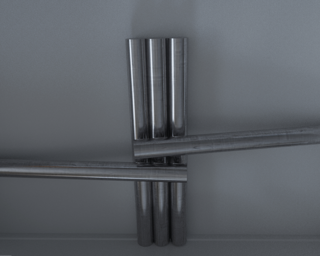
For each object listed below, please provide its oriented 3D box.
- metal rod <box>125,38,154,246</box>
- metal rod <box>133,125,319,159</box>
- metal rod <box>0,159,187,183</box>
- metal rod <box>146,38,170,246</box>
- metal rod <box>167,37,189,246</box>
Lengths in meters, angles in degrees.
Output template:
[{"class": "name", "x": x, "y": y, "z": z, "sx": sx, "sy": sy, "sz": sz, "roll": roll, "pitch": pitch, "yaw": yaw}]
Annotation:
[{"class": "metal rod", "x": -0.025, "y": 0.033, "z": 0.422, "sx": 0.025, "sy": 0.025, "sz": 0.298, "roll": -1, "pitch": 110, "yaw": 0}, {"class": "metal rod", "x": 0.118, "y": 0.016, "z": 0.399, "sx": 0.302, "sy": 0.025, "sz": 0.025, "roll": -4, "pitch": 110, "yaw": -6}, {"class": "metal rod", "x": -0.115, "y": 0.056, "z": 0.412, "sx": 0.302, "sy": 0.025, "sz": 0.025, "roll": 1, "pitch": 110, "yaw": 5}, {"class": "metal rod", "x": -0.001, "y": 0.032, "z": 0.422, "sx": 0.025, "sy": 0.025, "sz": 0.298, "roll": -1, "pitch": 110, "yaw": 0}, {"class": "metal rod", "x": 0.025, "y": 0.032, "z": 0.422, "sx": 0.025, "sy": 0.025, "sz": 0.298, "roll": -1, "pitch": 110, "yaw": 0}]
